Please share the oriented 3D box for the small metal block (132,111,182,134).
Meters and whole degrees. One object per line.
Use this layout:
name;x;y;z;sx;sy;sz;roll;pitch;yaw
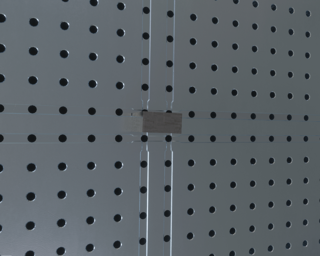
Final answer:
small metal block;-0.005;-0.007;0.397;0.050;0.050;0.025;2;90;-20
